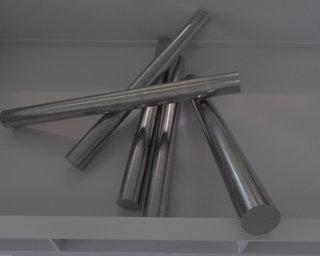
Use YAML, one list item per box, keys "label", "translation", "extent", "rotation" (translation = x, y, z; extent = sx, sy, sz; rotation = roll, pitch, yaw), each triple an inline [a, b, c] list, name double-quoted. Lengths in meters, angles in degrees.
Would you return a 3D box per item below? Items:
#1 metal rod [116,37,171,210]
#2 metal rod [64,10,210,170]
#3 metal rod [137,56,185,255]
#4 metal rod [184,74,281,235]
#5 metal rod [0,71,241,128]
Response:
- label: "metal rod"
  translation: [-0.013, -0.031, 0.430]
  extent: [0.025, 0.025, 0.300]
  rotation: [7, 50, 5]
- label: "metal rod"
  translation: [-0.018, -0.066, 0.428]
  extent: [0.025, 0.025, 0.301]
  rotation: [29, 65, 22]
- label: "metal rod"
  translation: [0.009, 0.007, 0.398]
  extent: [0.025, 0.025, 0.300]
  rotation: [6, 50, 5]
- label: "metal rod"
  translation: [0.055, -0.006, 0.330]
  extent: [0.025, 0.025, 0.300]
  rotation: [-3, 25, -2]
- label: "metal rod"
  translation: [-0.057, -0.032, 0.379]
  extent: [0.301, 0.025, 0.025]
  rotation: [-8, 49, 12]
